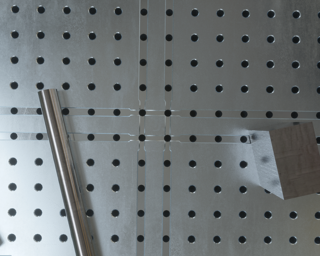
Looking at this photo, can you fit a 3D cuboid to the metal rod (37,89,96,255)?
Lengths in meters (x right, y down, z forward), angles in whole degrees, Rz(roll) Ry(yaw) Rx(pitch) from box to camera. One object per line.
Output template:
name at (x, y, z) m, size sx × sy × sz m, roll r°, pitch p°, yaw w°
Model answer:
metal rod at (-0.116, 0.096, 0.411) m, size 0.025 × 0.025 × 0.298 m, roll -13°, pitch 90°, yaw 0°

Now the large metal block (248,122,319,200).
large metal block at (0.155, 0.037, 0.388) m, size 0.050 × 0.080 × 0.080 m, roll -13°, pitch 90°, yaw 0°
